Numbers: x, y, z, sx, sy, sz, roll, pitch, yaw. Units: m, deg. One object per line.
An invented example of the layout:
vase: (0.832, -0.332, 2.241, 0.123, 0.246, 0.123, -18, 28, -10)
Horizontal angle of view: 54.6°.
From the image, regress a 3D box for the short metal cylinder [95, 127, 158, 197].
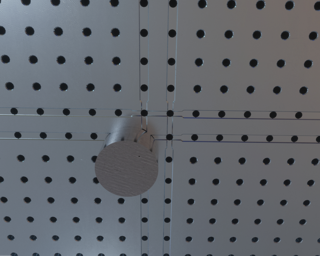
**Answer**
short metal cylinder: (-0.042, 0.044, 0.416, 0.080, 0.050, 0.079, 0, 110, 0)
